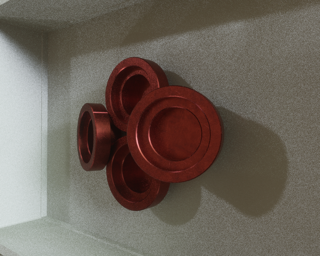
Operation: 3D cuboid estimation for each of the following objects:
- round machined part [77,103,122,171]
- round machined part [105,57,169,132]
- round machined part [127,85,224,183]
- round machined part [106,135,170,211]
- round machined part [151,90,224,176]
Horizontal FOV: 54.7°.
[{"bbox_3d":[-0.088,0.013,0.453,0.098,0.042,0.097,-1,88,61],"label":"round machined part"},{"bbox_3d":[-0.025,-0.042,0.414,0.098,0.042,0.097,0,90,40],"label":"round machined part"},{"bbox_3d":[0.018,0.006,0.328,0.098,0.042,0.097,0,90,18],"label":"round machined part"},{"bbox_3d":[-0.023,0.057,0.412,0.098,0.042,0.097,0,90,40],"label":"round machined part"},{"bbox_3d":[0.025,0.006,0.359,0.098,0.042,0.097,0,89,17],"label":"round machined part"}]
